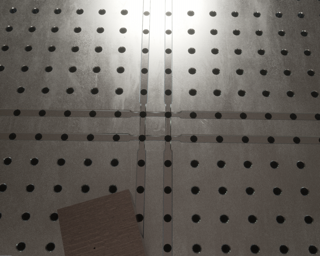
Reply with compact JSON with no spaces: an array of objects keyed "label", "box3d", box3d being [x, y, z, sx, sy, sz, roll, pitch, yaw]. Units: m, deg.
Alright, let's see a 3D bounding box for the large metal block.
[{"label":"large metal block","box3d":[-0.063,0.123,0.353,0.081,0.050,0.080,-15,71,-6]}]
